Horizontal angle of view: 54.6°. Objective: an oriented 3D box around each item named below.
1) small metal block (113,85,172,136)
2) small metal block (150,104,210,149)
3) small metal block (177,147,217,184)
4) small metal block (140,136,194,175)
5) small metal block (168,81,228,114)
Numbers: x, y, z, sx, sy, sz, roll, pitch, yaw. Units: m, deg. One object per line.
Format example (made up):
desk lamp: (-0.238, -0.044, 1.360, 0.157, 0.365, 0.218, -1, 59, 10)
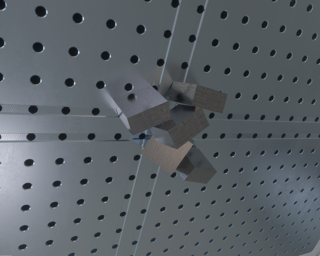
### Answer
small metal block: (-0.021, -0.023, 0.369, 0.050, 0.050, 0.025, -24, 127, -14)
small metal block: (0.021, -0.003, 0.371, 0.050, 0.050, 0.025, -35, 112, -19)
small metal block: (0.046, 0.051, 0.445, 0.050, 0.050, 0.025, 17, 117, -43)
small metal block: (0.010, 0.025, 0.415, 0.050, 0.025, 0.050, 34, 102, 3)
small metal block: (0.047, -0.039, 0.393, 0.050, 0.050, 0.025, 11, 95, -33)
